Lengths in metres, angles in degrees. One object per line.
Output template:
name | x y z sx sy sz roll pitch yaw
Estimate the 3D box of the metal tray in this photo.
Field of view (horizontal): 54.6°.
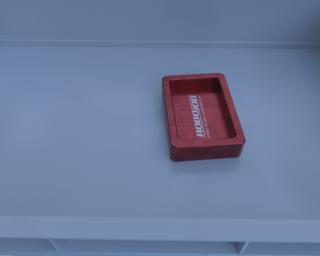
metal tray | 0.053 -0.019 0.418 0.091 0.030 0.130 -4 50 -3
